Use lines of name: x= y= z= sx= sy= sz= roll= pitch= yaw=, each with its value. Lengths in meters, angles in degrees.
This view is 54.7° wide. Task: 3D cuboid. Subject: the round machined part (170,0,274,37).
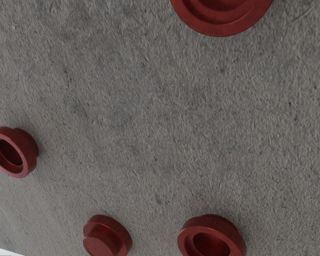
round machined part: x=0.059 y=-0.137 z=0.280 sx=0.098 sy=0.042 sz=0.097 roll=13 pitch=124 yaw=21

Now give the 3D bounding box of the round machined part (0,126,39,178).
round machined part: x=-0.260 y=0.039 z=0.558 sx=0.098 sy=0.042 sz=0.097 roll=13 pitch=124 yaw=21

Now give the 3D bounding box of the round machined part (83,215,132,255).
round machined part: x=-0.105 y=0.216 z=0.585 sx=0.098 sy=0.042 sz=0.097 roll=13 pitch=124 yaw=21

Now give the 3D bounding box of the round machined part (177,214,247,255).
round machined part: x=0.079 y=0.167 z=0.458 sx=0.098 sy=0.042 sz=0.097 roll=13 pitch=124 yaw=21
